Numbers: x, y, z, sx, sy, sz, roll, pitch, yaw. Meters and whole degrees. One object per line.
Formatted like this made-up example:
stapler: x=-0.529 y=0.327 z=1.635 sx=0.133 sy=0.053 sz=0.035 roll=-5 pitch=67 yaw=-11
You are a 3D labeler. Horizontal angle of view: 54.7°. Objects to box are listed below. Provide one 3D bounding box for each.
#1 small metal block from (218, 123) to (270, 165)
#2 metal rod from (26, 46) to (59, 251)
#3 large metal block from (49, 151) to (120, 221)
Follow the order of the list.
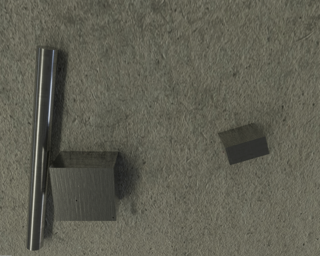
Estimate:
small metal block: x=0.108 y=0.020 z=0.405 sx=0.050 sy=0.050 sz=0.025 roll=-17 pitch=109 yaw=6
metal rod: x=-0.163 y=0.041 z=0.422 sx=0.025 sy=0.025 sz=0.298 roll=10 pitch=110 yaw=-4
large metal block: x=-0.099 y=0.079 z=0.424 sx=0.081 sy=0.050 sz=0.079 roll=0 pitch=110 yaw=-1
